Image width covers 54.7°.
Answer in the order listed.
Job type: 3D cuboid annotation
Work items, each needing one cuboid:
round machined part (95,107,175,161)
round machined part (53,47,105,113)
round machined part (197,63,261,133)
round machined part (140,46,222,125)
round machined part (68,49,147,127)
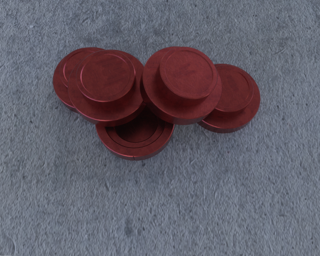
[{"bbox_3d":[-0.031,-0.005,0.401,0.099,0.042,0.098,0,70,-1],"label":"round machined part"},{"bbox_3d":[-0.098,-0.070,0.424,0.099,0.042,0.098,0,70,-1],"label":"round machined part"},{"bbox_3d":[0.087,-0.045,0.417,0.099,0.042,0.098,0,70,-1],"label":"round machined part"},{"bbox_3d":[0.028,-0.056,0.366,0.099,0.042,0.098,5,68,-13],"label":"round machined part"},{"bbox_3d":[-0.062,-0.054,0.374,0.099,0.042,0.098,0,70,-1],"label":"round machined part"}]
